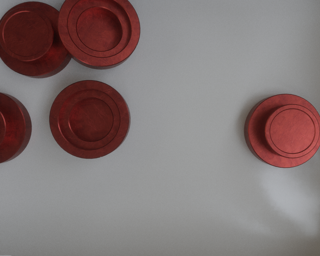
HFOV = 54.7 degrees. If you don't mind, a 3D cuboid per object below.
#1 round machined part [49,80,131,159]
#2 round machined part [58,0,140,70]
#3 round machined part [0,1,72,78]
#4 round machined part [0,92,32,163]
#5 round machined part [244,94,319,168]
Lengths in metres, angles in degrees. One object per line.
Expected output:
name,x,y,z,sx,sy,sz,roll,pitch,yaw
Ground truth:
round machined part,-0.087,-0.011,0.402,0.099,0.042,0.097,0,90,0
round machined part,-0.077,-0.123,0.394,0.099,0.042,0.097,0,89,-15
round machined part,-0.165,-0.116,0.401,0.099,0.042,0.097,0,90,0
round machined part,-0.224,0.000,0.401,0.099,0.042,0.097,0,90,0
round machined part,0.164,0.004,0.404,0.099,0.042,0.097,0,90,0
